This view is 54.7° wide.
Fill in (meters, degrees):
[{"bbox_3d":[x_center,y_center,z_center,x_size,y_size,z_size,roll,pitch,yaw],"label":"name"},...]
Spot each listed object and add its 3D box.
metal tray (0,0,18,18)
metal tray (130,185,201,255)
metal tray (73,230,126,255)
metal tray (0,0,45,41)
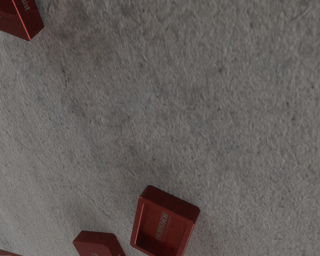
[{"bbox_3d":[-0.197,-0.202,0.348,0.090,0.030,0.129,22,104,14],"label":"metal tray"},{"bbox_3d":[0.004,0.162,0.499,0.090,0.030,0.129,22,127,14],"label":"metal tray"},{"bbox_3d":[-0.110,0.268,0.625,0.090,0.030,0.129,-7,115,31],"label":"metal tray"},{"bbox_3d":[-0.201,-0.174,0.368,0.090,0.030,0.129,23,150,13],"label":"metal tray"}]
